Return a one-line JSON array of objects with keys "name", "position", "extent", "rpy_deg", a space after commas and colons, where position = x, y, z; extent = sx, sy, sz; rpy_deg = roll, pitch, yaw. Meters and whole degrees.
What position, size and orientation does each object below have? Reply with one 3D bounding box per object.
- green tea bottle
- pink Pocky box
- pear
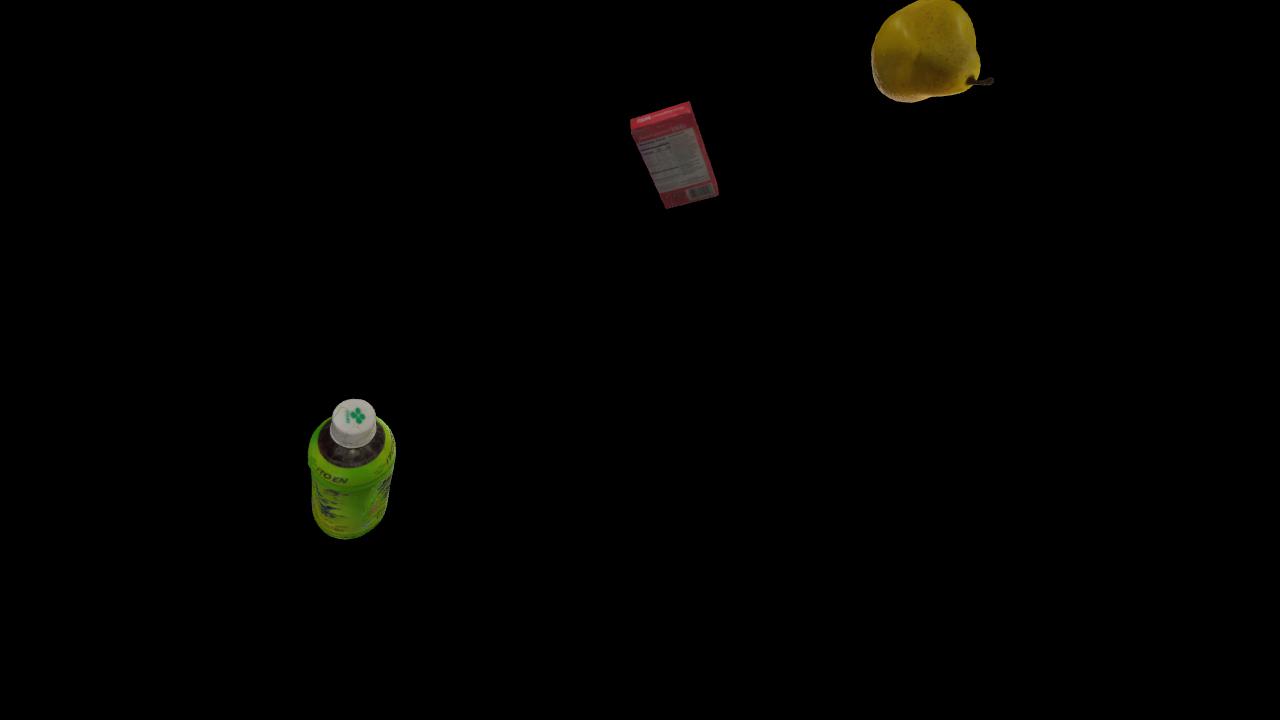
[{"name": "green tea bottle", "position": [-0.257, 0.096, 0.546], "extent": [0.073, 0.073, 0.212], "rpy_deg": [0, -32, -24]}, {"name": "pink Pocky box", "position": [0.051, -0.281, 0.858], "extent": [0.084, 0.029, 0.155], "rpy_deg": [-11, -32, 17]}, {"name": "pear", "position": [0.235, -0.235, 0.491], "extent": [0.080, 0.111, 0.080], "rpy_deg": [-7, -37, -5]}]
